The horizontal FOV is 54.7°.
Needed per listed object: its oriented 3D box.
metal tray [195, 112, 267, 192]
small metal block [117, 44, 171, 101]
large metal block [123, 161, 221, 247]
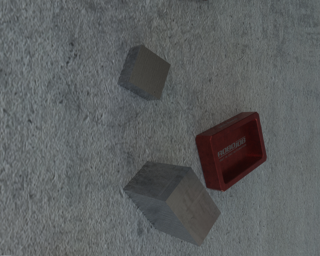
[{"bbox_3d":[0.119,0.034,0.501,0.131,0.030,0.089,-24,105,-37],"label":"metal tray"},{"bbox_3d":[-0.019,-0.068,0.389,0.050,0.025,0.050,27,73,-37],"label":"small metal block"},{"bbox_3d":[0.015,0.090,0.381,0.050,0.080,0.080,-49,119,-29],"label":"large metal block"}]
